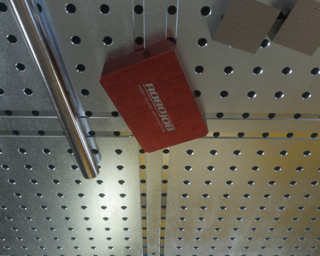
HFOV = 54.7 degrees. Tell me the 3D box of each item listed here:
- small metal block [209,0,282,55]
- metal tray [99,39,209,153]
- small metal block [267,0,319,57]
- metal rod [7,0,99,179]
[{"bbox_3d":[0.086,-0.110,0.319,0.050,0.025,0.050,15,129,-13],"label":"small metal block"},{"bbox_3d":[-0.003,-0.032,0.381,0.090,0.030,0.130,-18,128,14],"label":"metal tray"},{"bbox_3d":[0.148,-0.109,0.321,0.050,0.025,0.050,15,128,-13],"label":"small metal block"},{"bbox_3d":[-0.122,-0.045,0.371,0.025,0.025,0.298,-6,130,4],"label":"metal rod"}]
